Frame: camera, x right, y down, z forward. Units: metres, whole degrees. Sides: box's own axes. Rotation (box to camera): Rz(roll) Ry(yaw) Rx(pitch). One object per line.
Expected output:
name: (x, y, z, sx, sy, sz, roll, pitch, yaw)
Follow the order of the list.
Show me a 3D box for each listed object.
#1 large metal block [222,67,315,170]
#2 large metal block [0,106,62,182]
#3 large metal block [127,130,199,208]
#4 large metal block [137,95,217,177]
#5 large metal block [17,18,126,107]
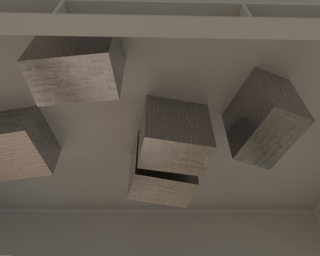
large metal block: (0.121, -0.012, 0.365, 0.050, 0.080, 0.079, 17, 128, -14)
large metal block: (-0.189, 0.022, 0.409, 0.080, 0.050, 0.080, -9, 130, 6)
large metal block: (0.003, 0.055, 0.420, 0.081, 0.080, 0.050, 11, 129, -10)
large metal block: (0.018, 0.008, 0.380, 0.081, 0.080, 0.050, 9, 130, -8)
large metal block: (-0.082, -0.068, 0.314, 0.080, 0.080, 0.050, -5, 130, 3)
